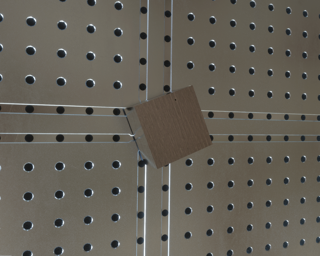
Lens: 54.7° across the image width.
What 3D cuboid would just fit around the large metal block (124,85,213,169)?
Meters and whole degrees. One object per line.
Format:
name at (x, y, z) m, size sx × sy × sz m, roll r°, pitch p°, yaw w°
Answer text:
large metal block at (0.010, -0.002, 0.401) m, size 0.081 × 0.050 × 0.080 m, roll -22°, pitch 98°, yaw -19°
